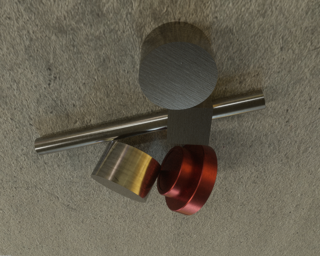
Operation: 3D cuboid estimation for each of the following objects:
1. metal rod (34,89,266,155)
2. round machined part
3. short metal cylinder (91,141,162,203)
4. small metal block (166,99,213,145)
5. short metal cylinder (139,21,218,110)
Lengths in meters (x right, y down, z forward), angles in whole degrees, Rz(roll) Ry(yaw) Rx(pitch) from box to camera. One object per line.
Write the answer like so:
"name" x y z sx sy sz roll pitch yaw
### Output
"metal rod" -0.020 -0.005 0.402 0.301 0.025 0.025 -12 129 9
"round machined part" 0.030 0.062 0.412 0.042 0.098 0.097 23 126 -19
"short metal cylinder" -0.045 0.060 0.417 0.080 0.050 0.080 22 159 10
"small metal block" 0.034 -0.008 0.368 0.050 0.025 0.050 3 121 1
"short metal cylinder" 0.018 -0.066 0.334 0.081 0.050 0.079 0 130 0
